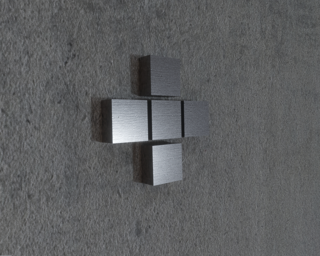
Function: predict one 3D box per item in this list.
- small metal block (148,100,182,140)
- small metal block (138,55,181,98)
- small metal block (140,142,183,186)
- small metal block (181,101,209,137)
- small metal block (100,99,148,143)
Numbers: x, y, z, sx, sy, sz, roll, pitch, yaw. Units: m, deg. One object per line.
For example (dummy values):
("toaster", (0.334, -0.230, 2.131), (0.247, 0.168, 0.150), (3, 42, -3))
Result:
("small metal block", (0.001, -0.011, 0.409), (0.050, 0.025, 0.050), (-2, 92, -40))
("small metal block", (0.000, -0.067, 0.408), (0.050, 0.025, 0.050), (-2, 92, -40))
("small metal block", (0.002, 0.046, 0.411), (0.050, 0.025, 0.050), (-3, 92, -40))
("small metal block", (0.044, -0.013, 0.446), (0.050, 0.025, 0.050), (-2, 92, -40))
("small metal block", (-0.042, -0.008, 0.372), (0.050, 0.025, 0.050), (-2, 92, -40))
